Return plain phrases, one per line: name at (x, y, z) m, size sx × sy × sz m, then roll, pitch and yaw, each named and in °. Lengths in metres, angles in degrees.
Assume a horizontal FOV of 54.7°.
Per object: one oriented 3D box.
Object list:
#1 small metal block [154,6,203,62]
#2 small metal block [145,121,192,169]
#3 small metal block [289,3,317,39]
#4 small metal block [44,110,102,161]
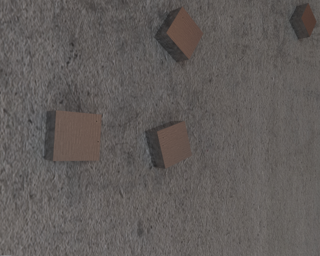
small metal block at (0.027, -0.128, 0.426) m, size 0.050 × 0.025 × 0.050 m, roll 42°, pitch 65°, yaw -32°
small metal block at (0.012, 0.021, 0.415) m, size 0.050 × 0.025 × 0.050 m, roll -21°, pitch 104°, yaw -38°
small metal block at (0.305, -0.227, 0.659) m, size 0.050 × 0.025 × 0.050 m, roll 46°, pitch 63°, yaw -30°
small metal block at (-0.092, 0.009, 0.328) m, size 0.050 × 0.025 × 0.050 m, roll 5°, pitch 87°, yaw -40°
